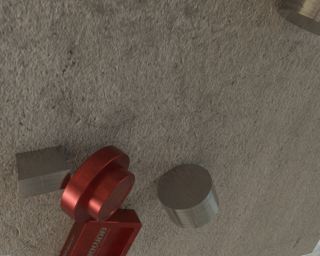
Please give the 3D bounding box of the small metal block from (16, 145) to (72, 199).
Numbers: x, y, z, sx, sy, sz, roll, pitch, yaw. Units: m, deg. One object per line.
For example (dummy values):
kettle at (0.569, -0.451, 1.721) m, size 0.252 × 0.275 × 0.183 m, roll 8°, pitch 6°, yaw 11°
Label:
small metal block at (-0.131, 0.048, 0.348) m, size 0.050 × 0.050 × 0.025 m, roll -11°, pitch 123°, yaw -23°

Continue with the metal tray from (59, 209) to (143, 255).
metal tray at (-0.094, 0.180, 0.463) m, size 0.091 × 0.030 × 0.129 m, roll 15°, pitch 111°, yaw -35°

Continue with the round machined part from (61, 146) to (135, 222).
round machined part at (-0.067, 0.073, 0.373) m, size 0.098 × 0.042 × 0.098 m, roll -50°, pitch 162°, yaw -23°

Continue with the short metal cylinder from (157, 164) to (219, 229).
short metal cylinder at (0.042, 0.099, 0.456) m, size 0.080 × 0.080 × 0.050 m, roll -30°, pitch 129°, yaw -9°

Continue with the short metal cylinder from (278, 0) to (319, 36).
short metal cylinder at (0.198, -0.152, 0.385) m, size 0.081 × 0.080 × 0.050 m, roll 16°, pitch 110°, yaw -35°
